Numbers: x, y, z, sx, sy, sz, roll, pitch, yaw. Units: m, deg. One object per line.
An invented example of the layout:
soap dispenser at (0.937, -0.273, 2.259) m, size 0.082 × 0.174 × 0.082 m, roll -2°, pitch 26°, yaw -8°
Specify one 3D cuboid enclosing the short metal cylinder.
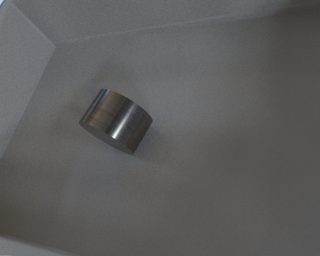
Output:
short metal cylinder at (-0.057, -0.007, 0.403) m, size 0.080 × 0.080 × 0.050 m, roll 19°, pitch 72°, yaw 35°
